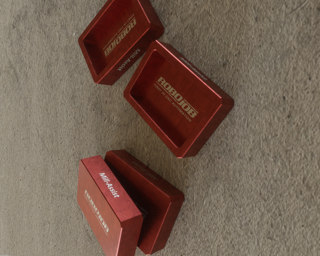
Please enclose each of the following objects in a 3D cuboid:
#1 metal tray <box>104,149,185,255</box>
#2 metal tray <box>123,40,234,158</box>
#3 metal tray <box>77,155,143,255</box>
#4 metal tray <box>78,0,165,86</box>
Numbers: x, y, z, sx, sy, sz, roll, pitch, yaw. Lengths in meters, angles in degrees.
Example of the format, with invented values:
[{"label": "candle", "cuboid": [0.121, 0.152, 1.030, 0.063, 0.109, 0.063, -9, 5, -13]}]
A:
[{"label": "metal tray", "cuboid": [-0.036, 0.098, 0.431, 0.130, 0.030, 0.089, 31, 109, 35]}, {"label": "metal tray", "cuboid": [0.017, -0.037, 0.387, 0.130, 0.030, 0.089, 48, 118, 29]}, {"label": "metal tray", "cuboid": [-0.075, 0.110, 0.428, 0.130, 0.030, 0.089, 45, 134, 40]}, {"label": "metal tray", "cuboid": [-0.062, -0.134, 0.452, 0.130, 0.030, 0.090, -38, 67, 33]}]
